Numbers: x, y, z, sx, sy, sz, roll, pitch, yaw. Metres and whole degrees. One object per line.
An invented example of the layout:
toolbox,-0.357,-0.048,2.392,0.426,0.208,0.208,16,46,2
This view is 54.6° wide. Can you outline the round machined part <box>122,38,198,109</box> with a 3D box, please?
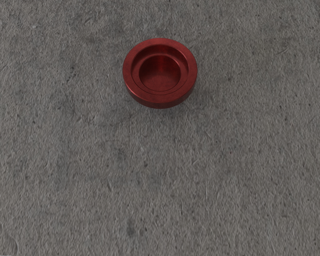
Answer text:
round machined part,0.000,-0.071,0.425,0.099,0.042,0.098,0,70,0
